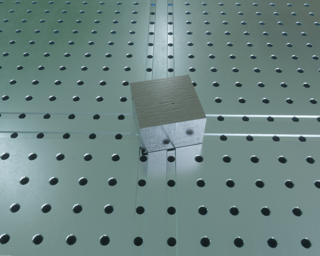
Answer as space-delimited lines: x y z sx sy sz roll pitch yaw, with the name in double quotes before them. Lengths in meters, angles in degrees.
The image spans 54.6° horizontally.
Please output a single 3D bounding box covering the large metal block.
"large metal block" 0.008 -0.020 0.407 0.080 0.050 0.080 -9 51 -8
